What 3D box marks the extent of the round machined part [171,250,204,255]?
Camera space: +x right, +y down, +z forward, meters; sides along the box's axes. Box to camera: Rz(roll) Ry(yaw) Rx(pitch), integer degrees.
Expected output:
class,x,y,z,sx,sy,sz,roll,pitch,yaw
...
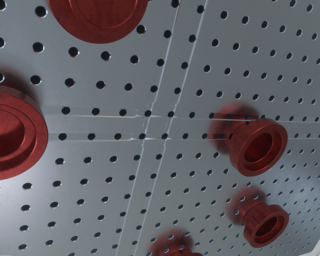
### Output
class,x,y,z,sx,sy,sz,roll,pitch,yaw
round machined part,0.044,0.273,0.592,0.099,0.042,0.097,-14,124,-21

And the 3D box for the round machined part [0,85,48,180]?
class,x,y,z,sx,sy,sz,roll,pitch,yaw
round machined part,-0.167,0.002,0.310,0.099,0.042,0.097,-14,124,-21

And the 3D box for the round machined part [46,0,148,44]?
class,x,y,z,sx,sy,sz,roll,pitch,yaw
round machined part,-0.055,-0.127,0.291,0.099,0.042,0.097,-14,124,-21

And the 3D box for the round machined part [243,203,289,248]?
class,x,y,z,sx,sy,sz,roll,pitch,yaw
round machined part,0.210,0.193,0.633,0.099,0.042,0.097,-14,124,-21

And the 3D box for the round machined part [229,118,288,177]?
class,x,y,z,sx,sy,sz,roll,pitch,yaw
round machined part,0.152,0.027,0.499,0.099,0.042,0.097,-14,124,-21
